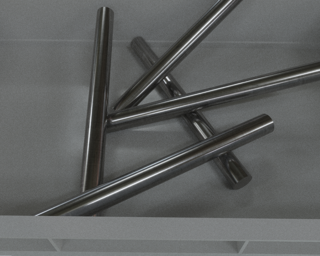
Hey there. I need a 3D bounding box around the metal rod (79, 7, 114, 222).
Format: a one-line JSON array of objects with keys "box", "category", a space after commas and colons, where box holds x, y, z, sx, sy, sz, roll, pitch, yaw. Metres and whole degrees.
[{"box": [-0.078, -0.037, 0.393, 0.025, 0.025, 0.299, -1, 63, -1], "category": "metal rod"}]

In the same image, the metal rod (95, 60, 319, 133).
[{"box": [0.056, -0.037, 0.398, 0.301, 0.025, 0.025, -14, 51, 3], "category": "metal rod"}]

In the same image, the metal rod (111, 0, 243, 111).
[{"box": [0.047, -0.127, 0.431, 0.300, 0.025, 0.025, -45, 60, -2], "category": "metal rod"}]

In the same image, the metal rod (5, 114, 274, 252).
[{"box": [-0.004, 0.048, 0.330, 0.302, 0.025, 0.025, -22, 54, -18], "category": "metal rod"}]

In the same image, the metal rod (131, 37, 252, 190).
[{"box": [0.028, -0.040, 0.438, 0.025, 0.025, 0.300, -21, 53, -17], "category": "metal rod"}]
